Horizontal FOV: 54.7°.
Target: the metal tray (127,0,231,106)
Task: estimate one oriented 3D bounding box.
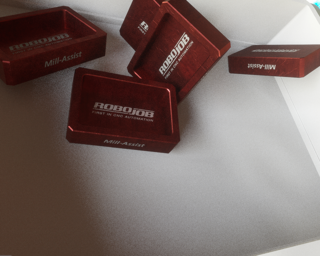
[{"bbox_3d":[0.018,-0.091,0.403,0.090,0.129,0.030,44,51,2],"label":"metal tray"}]

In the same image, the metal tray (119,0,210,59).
[{"bbox_3d":[0.007,-0.126,0.444,0.130,0.090,0.030,48,51,5],"label":"metal tray"}]

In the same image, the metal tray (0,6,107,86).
[{"bbox_3d":[-0.141,-0.104,0.370,0.090,0.030,0.131,39,48,24],"label":"metal tray"}]

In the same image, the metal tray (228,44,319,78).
[{"bbox_3d":[0.193,-0.115,0.520,0.091,0.130,0.030,-29,120,-37],"label":"metal tray"}]

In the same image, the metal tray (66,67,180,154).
[{"bbox_3d":[-0.043,-0.021,0.384,0.131,0.030,0.090,8,58,-18],"label":"metal tray"}]
